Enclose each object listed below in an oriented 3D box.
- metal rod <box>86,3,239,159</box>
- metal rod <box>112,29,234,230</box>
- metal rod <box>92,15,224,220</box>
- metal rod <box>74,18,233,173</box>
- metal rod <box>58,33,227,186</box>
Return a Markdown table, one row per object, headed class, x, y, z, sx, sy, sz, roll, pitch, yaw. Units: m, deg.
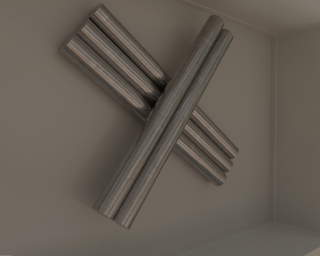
| class | x | y | z | sx | sy | sz | roll | pitch | yaw |
| --- | --- | --- | --- | --- | --- | --- | --- | --- | --- |
| metal rod | 0.022 | -0.045 | 0.423 | 0.300 | 0.025 | 0.025 | 42 | 65 | -32 |
| metal rod | 0.025 | -0.016 | 0.393 | 0.025 | 0.025 | 0.300 | 45 | 63 | -31 |
| metal rod | 0.010 | -0.030 | 0.380 | 0.025 | 0.025 | 0.300 | 45 | 63 | -31 |
| metal rod | 0.010 | -0.024 | 0.413 | 0.300 | 0.025 | 0.025 | 42 | 65 | -32 |
| metal rod | -0.002 | -0.005 | 0.402 | 0.300 | 0.025 | 0.025 | 42 | 65 | -32 |
